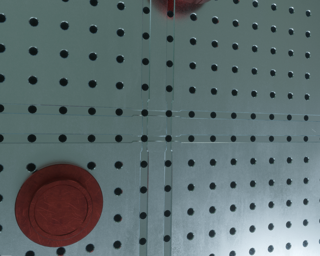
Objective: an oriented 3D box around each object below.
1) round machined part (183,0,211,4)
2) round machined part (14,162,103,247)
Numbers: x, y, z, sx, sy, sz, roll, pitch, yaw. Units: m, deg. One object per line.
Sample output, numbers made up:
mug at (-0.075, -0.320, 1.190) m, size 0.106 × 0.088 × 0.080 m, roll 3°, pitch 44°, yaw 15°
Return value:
round machined part at (0.044, -0.217, 0.419) m, size 0.099 × 0.042 × 0.097 m, roll 0°, pitch 90°, yaw -20°
round machined part at (-0.115, 0.090, 0.361) m, size 0.099 × 0.042 × 0.097 m, roll 0°, pitch 90°, yaw -20°
